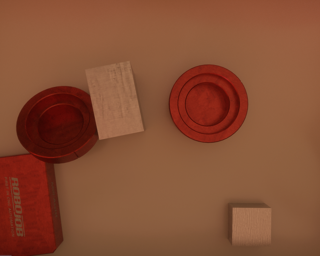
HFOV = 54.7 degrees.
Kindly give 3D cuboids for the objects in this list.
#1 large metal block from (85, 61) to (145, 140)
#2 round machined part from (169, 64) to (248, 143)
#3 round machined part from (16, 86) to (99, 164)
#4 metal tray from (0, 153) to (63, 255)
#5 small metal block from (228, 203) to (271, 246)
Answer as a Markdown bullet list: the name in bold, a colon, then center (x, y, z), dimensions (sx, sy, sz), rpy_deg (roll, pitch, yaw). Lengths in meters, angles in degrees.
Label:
- **large metal block**: center (-0.051, -0.031, 0.383), dimensions (0.050, 0.080, 0.080), rpy_deg (-12, 90, -1)
- **round machined part**: center (0.060, -0.030, 0.404), dimensions (0.099, 0.042, 0.097), rpy_deg (0, 90, -1)
- **round machined part**: center (-0.122, -0.001, 0.389), dimensions (0.099, 0.042, 0.098), rpy_deg (0, 63, 1)
- **metal tray**: center (-0.184, 0.100, 0.407), dimensions (0.091, 0.030, 0.129), rpy_deg (-7, 90, -1)
- **small metal block**: center (0.119, 0.128, 0.413), dimensions (0.050, 0.025, 0.050), rpy_deg (1, 90, -1)
